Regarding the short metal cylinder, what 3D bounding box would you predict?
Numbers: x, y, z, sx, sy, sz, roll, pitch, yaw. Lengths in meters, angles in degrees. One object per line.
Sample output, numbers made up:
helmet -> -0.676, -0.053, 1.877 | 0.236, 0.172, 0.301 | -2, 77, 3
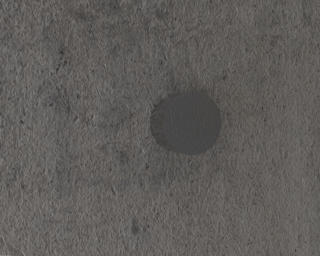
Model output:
short metal cylinder -> 0.033, -0.006, 0.407 | 0.081, 0.050, 0.080 | 0, 90, -20
